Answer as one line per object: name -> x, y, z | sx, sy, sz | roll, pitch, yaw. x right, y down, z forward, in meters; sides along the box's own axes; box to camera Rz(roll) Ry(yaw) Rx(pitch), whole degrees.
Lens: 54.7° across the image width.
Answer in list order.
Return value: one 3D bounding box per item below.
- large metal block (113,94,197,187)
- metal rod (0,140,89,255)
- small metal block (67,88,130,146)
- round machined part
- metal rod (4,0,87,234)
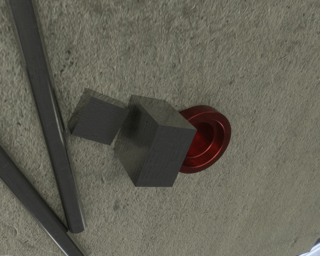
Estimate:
large metal block -> -0.010, 0.015, 0.376 | 0.050, 0.080, 0.079 | 7, 115, -32
metal rod -> -0.156, 0.087, 0.376 | 0.025, 0.025, 0.299 | -27, 128, -12
small metal block -> -0.072, -0.012, 0.361 | 0.050, 0.025, 0.050 | 20, 108, -36
round machined part -> 0.046, 0.012, 0.430 | 0.099, 0.042, 0.097 | -14, 125, -21
metal rod -> -0.118, 0.011, 0.349 | 0.025, 0.025, 0.298 | -15, 125, -20
